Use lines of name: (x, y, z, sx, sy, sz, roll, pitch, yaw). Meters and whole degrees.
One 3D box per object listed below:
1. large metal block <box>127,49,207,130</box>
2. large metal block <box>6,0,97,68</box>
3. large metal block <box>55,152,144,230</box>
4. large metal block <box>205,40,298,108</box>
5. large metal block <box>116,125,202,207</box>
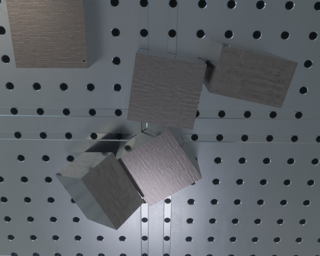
large metal block: (0.007, -0.049, 0.382, 0.080, 0.050, 0.079, 9, 110, -3)
large metal block: (-0.121, -0.113, 0.357, 0.080, 0.050, 0.079, 0, 110, 0)
large metal block: (-0.080, 0.079, 0.406, 0.050, 0.080, 0.080, -42, 112, -33)
large metal block: (0.097, -0.066, 0.360, 0.080, 0.080, 0.050, 12, 110, -4)
large metal block: (-0.002, 0.045, 0.416, 0.080, 0.050, 0.080, -31, 107, 10)
